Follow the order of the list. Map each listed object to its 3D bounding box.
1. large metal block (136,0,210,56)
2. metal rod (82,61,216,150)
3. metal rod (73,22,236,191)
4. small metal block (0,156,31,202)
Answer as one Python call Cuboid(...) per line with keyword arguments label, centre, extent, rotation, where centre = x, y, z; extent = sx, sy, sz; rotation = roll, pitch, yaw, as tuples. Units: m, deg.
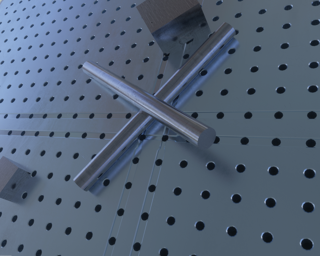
Cuboid(label="large metal block", centre=(0.019, -0.175, 0.488), extent=(0.080, 0.050, 0.080), rotation=(-30, 52, 8))
Cuboid(label="metal rod", centre=(-0.037, -0.046, 0.425), extent=(0.025, 0.025, 0.300), rotation=(-49, 43, -6))
Cuboid(label="metal rod", centre=(-0.004, -0.032, 0.428), extent=(0.300, 0.025, 0.025), rotation=(-47, 52, -5))
Cuboid(label="small metal block", centre=(-0.239, 0.078, 0.483), extent=(0.050, 0.025, 0.050), rotation=(22, 73, 35))
